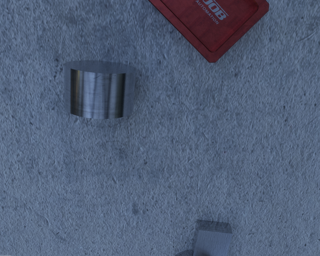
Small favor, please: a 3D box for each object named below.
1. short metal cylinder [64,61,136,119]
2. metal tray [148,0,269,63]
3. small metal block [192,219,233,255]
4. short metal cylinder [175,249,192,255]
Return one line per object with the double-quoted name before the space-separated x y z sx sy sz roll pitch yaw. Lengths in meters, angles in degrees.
"short metal cylinder" -0.070 -0.047 0.362 0.081 0.080 0.050 5 110 -2
"metal tray" 0.046 -0.151 0.352 0.130 0.030 0.090 42 105 -14
"small metal block" 0.078 0.171 0.474 0.050 0.025 0.050 8 110 -3
"short metal cylinder" 0.053 0.240 0.486 0.081 0.050 0.079 0 110 0
